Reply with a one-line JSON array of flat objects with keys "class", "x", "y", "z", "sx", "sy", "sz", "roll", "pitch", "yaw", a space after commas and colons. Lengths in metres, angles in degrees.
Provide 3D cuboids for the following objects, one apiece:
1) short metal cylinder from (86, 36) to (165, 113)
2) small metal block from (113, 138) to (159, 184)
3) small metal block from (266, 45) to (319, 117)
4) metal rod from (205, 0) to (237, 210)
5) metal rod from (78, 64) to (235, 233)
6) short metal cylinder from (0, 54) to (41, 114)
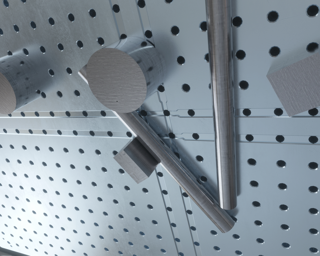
[{"class": "short metal cylinder", "x": -0.041, "y": -0.065, "z": 0.376, "sx": 0.080, "sy": 0.050, "sz": 0.079, "roll": 13, "pitch": 124, "yaw": 20}, {"class": "small metal block", "x": -0.029, "y": 0.041, "z": 0.436, "sx": 0.050, "sy": 0.050, "sz": 0.025, "roll": 48, "pitch": 129, "yaw": -6}, {"class": "small metal block", "x": 0.143, "y": -0.046, "z": 0.308, "sx": 0.050, "sy": 0.025, "sz": 0.050, "roll": -24, "pitch": 105, "yaw": 36}, {"class": "metal rod", "x": 0.073, "y": -0.026, "z": 0.356, "sx": 0.025, "sy": 0.025, "sz": 0.298, "roll": 5, "pitch": 121, "yaw": 25}, {"class": "metal rod", "x": -0.001, "y": 0.031, "z": 0.430, "sx": 0.300, "sy": 0.025, "sz": 0.025, "roll": 48, "pitch": 129, "yaw": -6}, {"class": "short metal cylinder", "x": -0.233, "y": -0.068, "z": 0.476, "sx": 0.080, "sy": 0.050, "sz": 0.079, "roll": 13, "pitch": 124, "yaw": 21}]
